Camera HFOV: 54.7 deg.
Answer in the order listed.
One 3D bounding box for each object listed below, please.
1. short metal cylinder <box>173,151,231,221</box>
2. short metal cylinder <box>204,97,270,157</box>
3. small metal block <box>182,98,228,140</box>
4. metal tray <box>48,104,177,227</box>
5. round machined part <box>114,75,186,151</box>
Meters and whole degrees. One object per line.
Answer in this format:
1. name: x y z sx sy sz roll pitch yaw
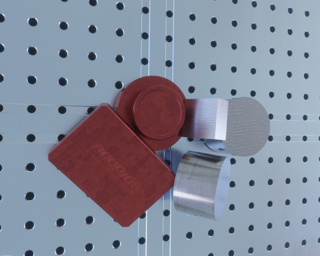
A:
1. short metal cylinder: 0.056 0.072 0.394 0.050 0.080 0.080 8 87 23
2. short metal cylinder: 0.105 -0.002 0.434 0.081 0.050 0.079 0 90 -20
3. small metal block: 0.057 -0.011 0.397 0.025 0.050 0.050 8 86 -48
4. metal tray: -0.054 0.045 0.374 0.090 0.030 0.130 -43 105 1
5. round machined part: -0.007 -0.019 0.397 0.099 0.042 0.097 0 90 -20
